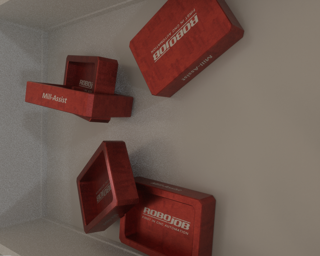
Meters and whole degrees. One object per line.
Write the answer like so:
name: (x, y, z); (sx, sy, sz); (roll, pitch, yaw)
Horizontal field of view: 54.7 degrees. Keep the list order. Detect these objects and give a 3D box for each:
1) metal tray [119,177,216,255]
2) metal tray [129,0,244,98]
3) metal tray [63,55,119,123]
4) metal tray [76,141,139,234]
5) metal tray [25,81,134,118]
metal tray: (0.005, 0.120, 0.399); (0.130, 0.030, 0.089); (7, 94, 39)
metal tray: (0.026, -0.109, 0.382); (0.130, 0.030, 0.090); (-38, 67, 33)
metal tray: (-0.113, -0.064, 0.476); (0.130, 0.030, 0.089); (19, 102, 53)
metal tray: (-0.080, 0.086, 0.439); (0.129, 0.030, 0.090); (-48, 51, 45)
metal tray: (-0.116, -0.041, 0.448); (0.130, 0.091, 0.030); (13, 99, 30)
